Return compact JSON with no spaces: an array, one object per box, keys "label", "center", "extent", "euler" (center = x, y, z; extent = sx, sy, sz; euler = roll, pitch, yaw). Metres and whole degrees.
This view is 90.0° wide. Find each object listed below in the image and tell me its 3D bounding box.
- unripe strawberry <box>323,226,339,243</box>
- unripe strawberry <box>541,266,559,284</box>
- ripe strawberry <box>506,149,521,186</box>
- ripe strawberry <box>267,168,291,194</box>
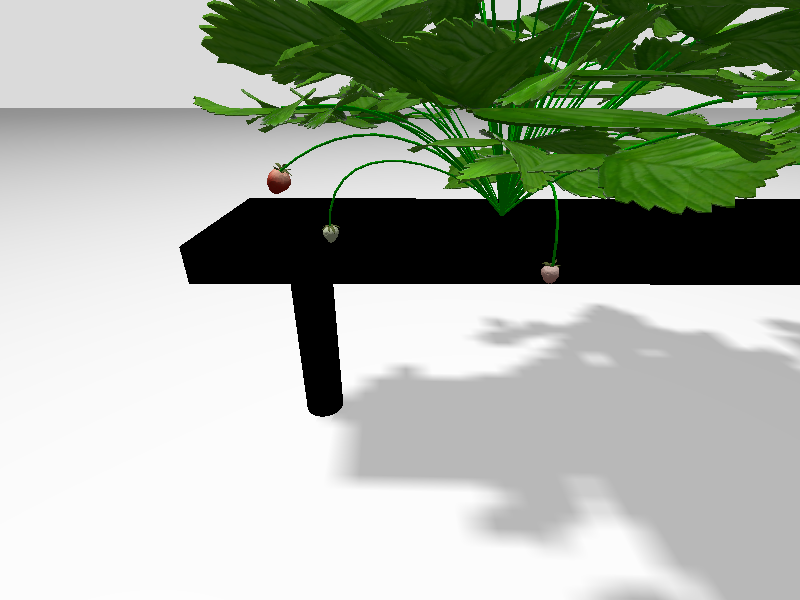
[{"label":"unripe strawberry","center":[-0.048,-0.046,0.279],"extent":[0.011,0.011,0.011],"euler":[-15,31,-27]},{"label":"unripe strawberry","center":[0.082,-0.014,0.219],"extent":[0.010,0.011,0.011],"euler":[1,27,3]},{"label":"ripe strawberry","center":[0.141,-0.160,0.474],"extent":[0.045,0.047,0.049],"euler":[9,28,17]},{"label":"ripe strawberry","center":[-0.132,-0.128,0.433],"extent":[0.024,0.028,0.028],"euler":[38,35,3]}]
